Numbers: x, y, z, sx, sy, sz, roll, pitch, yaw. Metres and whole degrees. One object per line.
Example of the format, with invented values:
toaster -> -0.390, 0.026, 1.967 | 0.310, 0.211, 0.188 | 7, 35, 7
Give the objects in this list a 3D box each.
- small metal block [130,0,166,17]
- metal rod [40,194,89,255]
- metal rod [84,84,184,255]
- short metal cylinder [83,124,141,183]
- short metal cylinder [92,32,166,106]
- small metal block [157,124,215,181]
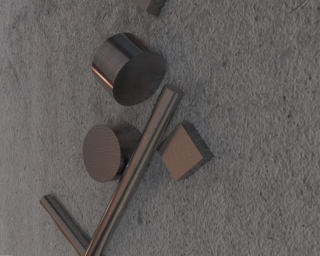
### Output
small metal block -> -0.014, -0.187, 0.417 | 0.050, 0.025, 0.050 | 45, 117, 30
metal rod -> -0.112, 0.207, 0.497 | 0.300, 0.025, 0.025 | 35, 112, 34
metal rod -> -0.044, 0.078, 0.414 | 0.025, 0.025, 0.298 | 42, 118, 32
short metal cylinder -> -0.065, 0.035, 0.443 | 0.080, 0.050, 0.079 | 0, 90, 40
short metal cylinder -> -0.040, -0.075, 0.402 | 0.050, 0.081, 0.080 | 45, 117, 30
small metal block -> 0.030, 0.030, 0.381 | 0.050, 0.025, 0.050 | -46, 63, 30
